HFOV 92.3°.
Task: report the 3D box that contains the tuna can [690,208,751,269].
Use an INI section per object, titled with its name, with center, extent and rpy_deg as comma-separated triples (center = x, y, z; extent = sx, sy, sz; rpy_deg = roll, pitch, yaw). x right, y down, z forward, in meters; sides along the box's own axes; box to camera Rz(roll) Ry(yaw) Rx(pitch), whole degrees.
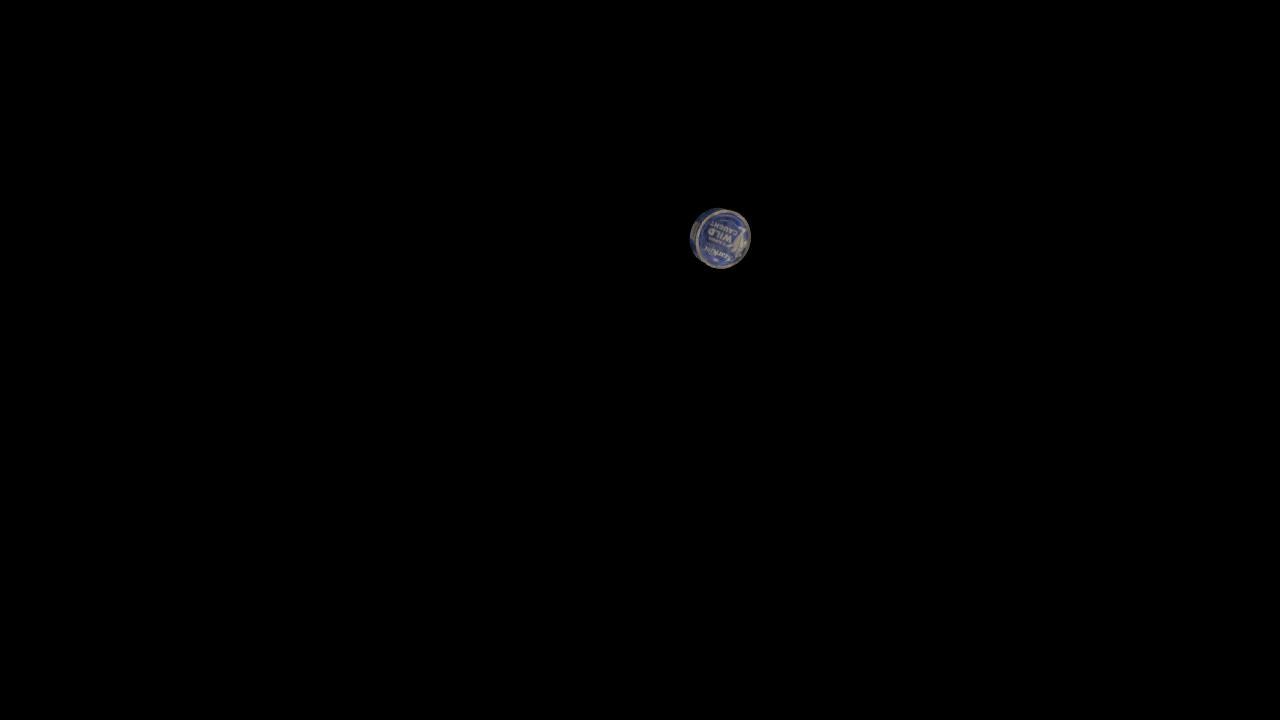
[tuna can]
center = 0.114, -0.175, 0.886
extent = 0.084, 0.084, 0.034
rpy_deg = 0, 19, -16
